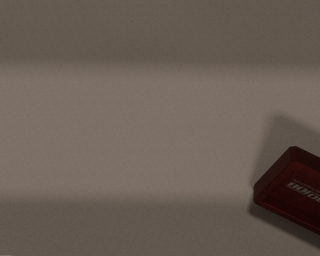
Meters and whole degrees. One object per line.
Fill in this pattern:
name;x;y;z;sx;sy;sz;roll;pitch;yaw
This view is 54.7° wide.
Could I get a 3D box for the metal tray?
metal tray;0.196;0.086;0.384;0.131;0.030;0.089;26;131;0
